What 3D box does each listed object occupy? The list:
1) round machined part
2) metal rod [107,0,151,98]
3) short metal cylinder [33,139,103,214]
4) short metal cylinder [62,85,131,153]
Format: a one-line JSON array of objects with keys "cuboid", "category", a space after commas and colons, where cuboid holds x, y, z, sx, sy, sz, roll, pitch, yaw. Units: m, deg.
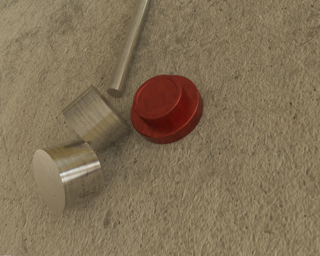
[{"cuboid": [0.004, -0.031, 0.409, 0.098, 0.042, 0.098, -13, 56, 20], "category": "round machined part"}, {"cuboid": [-0.039, -0.184, 0.535, 0.025, 0.025, 0.300, -1, 61, 27], "category": "metal rod"}, {"cuboid": [-0.115, 0.058, 0.384, 0.080, 0.050, 0.079, 18, 115, 42], "category": "short metal cylinder"}, {"cuboid": [-0.084, -0.012, 0.419, 0.050, 0.080, 0.080, -41, 51, 0], "category": "short metal cylinder"}]
